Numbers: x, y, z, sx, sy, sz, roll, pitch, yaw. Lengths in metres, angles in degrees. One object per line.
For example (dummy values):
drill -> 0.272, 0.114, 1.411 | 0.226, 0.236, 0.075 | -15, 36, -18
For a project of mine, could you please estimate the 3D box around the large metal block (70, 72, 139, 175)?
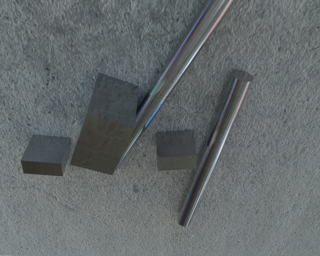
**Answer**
large metal block -> -0.064, -0.005, 0.366 | 0.050, 0.080, 0.079 | 17, 128, -15

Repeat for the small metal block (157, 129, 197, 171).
small metal block -> 0.022, 0.029, 0.416 | 0.050, 0.050, 0.025 | -4, 130, 3

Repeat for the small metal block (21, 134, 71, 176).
small metal block -> -0.153, 0.036, 0.420 | 0.050, 0.050, 0.025 | 5, 130, -5

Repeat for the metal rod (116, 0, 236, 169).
metal rod -> 0.004, -0.050, 0.364 | 0.025, 0.025, 0.298 | 23, 126, -19

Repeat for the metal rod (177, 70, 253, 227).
metal rod -> 0.069, 0.052, 0.452 | 0.025, 0.025, 0.298 | 7, 130, -7
